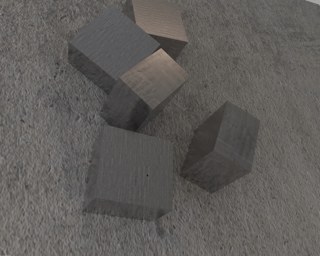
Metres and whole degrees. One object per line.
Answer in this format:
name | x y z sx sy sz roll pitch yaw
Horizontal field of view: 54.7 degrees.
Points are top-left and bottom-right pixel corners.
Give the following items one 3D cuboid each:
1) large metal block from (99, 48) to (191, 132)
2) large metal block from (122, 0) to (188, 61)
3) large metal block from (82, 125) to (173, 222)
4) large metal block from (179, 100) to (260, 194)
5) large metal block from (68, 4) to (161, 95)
large metal block | -0.020 -0.040 0.382 0.050 0.080 0.080 44 51 2
large metal block | -0.012 -0.152 0.474 0.081 0.050 0.080 4 60 -27
large metal block | -0.033 0.051 0.338 0.081 0.050 0.080 15 56 -20
large metal block | 0.076 0.026 0.393 0.050 0.080 0.080 31 52 -9
large metal block | -0.060 -0.097 0.402 0.080 0.050 0.080 40 66 -2
